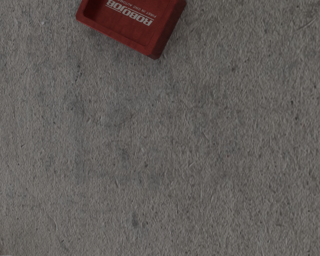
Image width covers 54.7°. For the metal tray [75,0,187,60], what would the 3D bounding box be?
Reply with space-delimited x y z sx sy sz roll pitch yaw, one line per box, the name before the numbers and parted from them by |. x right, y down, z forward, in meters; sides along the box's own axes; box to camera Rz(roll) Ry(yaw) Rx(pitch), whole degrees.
metal tray | -0.042 -0.161 0.420 0.130 0.030 0.090 30 100 17
